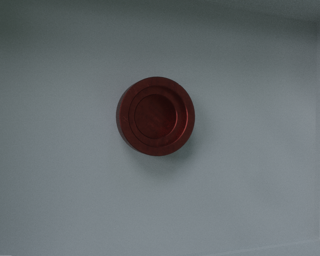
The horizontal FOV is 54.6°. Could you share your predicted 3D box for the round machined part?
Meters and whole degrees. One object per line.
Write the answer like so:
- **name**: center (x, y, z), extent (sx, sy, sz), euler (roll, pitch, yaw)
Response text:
- **round machined part**: center (-0.008, -0.014, 0.398), extent (0.099, 0.042, 0.097), euler (0, 90, -20)
